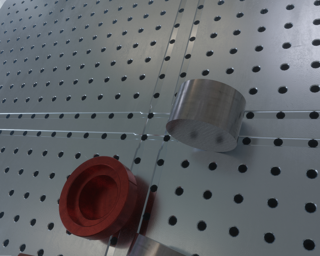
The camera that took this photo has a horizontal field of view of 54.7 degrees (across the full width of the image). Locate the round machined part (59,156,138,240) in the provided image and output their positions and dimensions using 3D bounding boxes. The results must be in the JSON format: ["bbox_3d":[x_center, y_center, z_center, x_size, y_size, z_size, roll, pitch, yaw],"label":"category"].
[{"bbox_3d":[-0.071,0.087,0.381,0.098,0.042,0.098,-13,56,21],"label":"round machined part"}]

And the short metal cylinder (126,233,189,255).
[{"bbox_3d":[0.004,0.137,0.287,0.080,0.080,0.050,12,68,33],"label":"short metal cylinder"}]

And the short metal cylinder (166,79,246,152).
[{"bbox_3d":[0.053,-0.012,0.353,0.080,0.080,0.050,5,65,30],"label":"short metal cylinder"}]

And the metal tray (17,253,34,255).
[{"bbox_3d":[-0.085,0.178,0.301,0.130,0.090,0.030,25,76,36],"label":"metal tray"}]
